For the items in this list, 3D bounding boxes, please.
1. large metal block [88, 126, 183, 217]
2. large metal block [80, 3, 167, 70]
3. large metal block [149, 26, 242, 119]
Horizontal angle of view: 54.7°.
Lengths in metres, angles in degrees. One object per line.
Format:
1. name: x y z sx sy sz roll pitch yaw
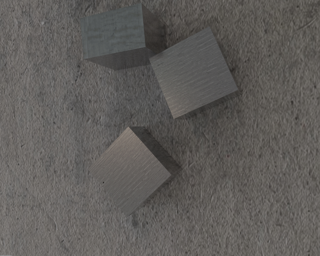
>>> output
1. large metal block: -0.031 0.054 0.407 0.080 0.050 0.080 -46 76 14
2. large metal block: -0.042 -0.111 0.395 0.080 0.080 0.050 -6 88 20
3. large metal block: 0.045 -0.063 0.380 0.080 0.050 0.080 -24 82 18
